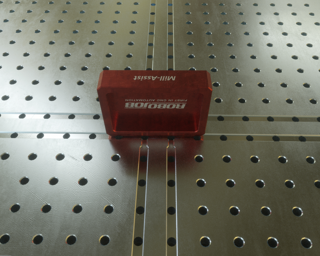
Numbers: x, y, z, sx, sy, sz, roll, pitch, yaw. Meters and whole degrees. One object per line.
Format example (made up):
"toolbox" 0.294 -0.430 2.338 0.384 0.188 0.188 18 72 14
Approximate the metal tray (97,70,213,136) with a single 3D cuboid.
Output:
"metal tray" -0.006 -0.029 0.389 0.131 0.090 0.030 0 50 0
